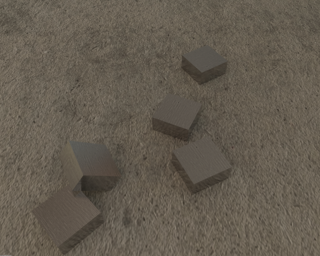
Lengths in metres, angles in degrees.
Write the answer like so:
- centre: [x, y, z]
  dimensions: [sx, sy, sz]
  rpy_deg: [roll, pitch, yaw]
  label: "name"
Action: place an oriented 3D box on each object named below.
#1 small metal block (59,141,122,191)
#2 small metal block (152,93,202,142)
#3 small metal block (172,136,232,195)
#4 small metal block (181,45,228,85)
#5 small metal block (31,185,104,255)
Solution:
- centre: [-0.079, 0.043, 0.349]
  dimensions: [0.050, 0.025, 0.050]
  rpy_deg: [11, 35, -46]
  label: "small metal block"
- centre: [0.023, -0.015, 0.416]
  dimensions: [0.050, 0.025, 0.050]
  rpy_deg: [20, 53, 15]
  label: "small metal block"
- centre: [0.048, 0.043, 0.367]
  dimensions: [0.050, 0.025, 0.050]
  rpy_deg: [-21, 53, -17]
  label: "small metal block"
- centre: [0.069, -0.100, 0.488]
  dimensions: [0.050, 0.025, 0.050]
  rpy_deg: [-26, 55, -21]
  label: "small metal block"
- centre: [-0.096, 0.093, 0.324]
  dimensions: [0.050, 0.025, 0.050]
  rpy_deg: [-36, 59, -26]
  label: "small metal block"
